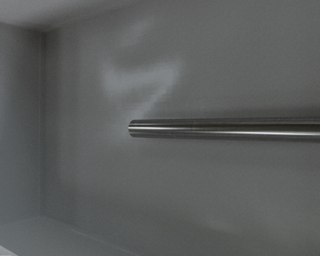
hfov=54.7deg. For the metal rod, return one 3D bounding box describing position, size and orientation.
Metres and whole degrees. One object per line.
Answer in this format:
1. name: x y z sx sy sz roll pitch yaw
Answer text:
1. metal rod: 0.081 0.001 0.338 0.300 0.025 0.025 0 90 39
